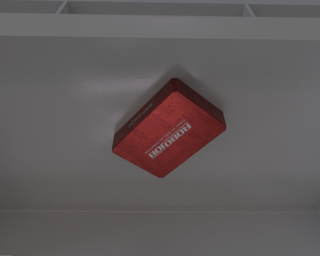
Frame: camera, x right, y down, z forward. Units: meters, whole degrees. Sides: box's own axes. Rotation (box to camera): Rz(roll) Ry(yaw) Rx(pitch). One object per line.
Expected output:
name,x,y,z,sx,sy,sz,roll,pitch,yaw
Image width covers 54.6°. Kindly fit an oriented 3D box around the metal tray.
metal tray,0.010,0.006,0.411,0.090,0.030,0.130,33,123,-25
